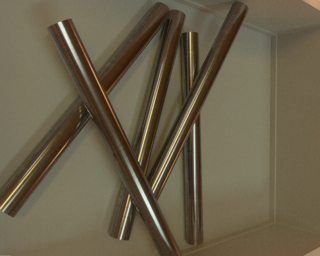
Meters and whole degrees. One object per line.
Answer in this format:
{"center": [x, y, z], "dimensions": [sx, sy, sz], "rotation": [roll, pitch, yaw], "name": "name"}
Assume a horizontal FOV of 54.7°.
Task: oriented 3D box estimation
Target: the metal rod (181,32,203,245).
{"center": [0.046, 0.015, 0.445], "dimensions": [0.025, 0.025, 0.298], "rotation": [-3, 92, -40], "name": "metal rod"}

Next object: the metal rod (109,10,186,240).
{"center": [-0.013, -0.013, 0.395], "dimensions": [0.025, 0.025, 0.299], "rotation": [23, 75, -38], "name": "metal rod"}

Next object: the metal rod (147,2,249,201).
{"center": [0.050, -0.042, 0.417], "dimensions": [0.025, 0.025, 0.299], "rotation": [35, 76, -35], "name": "metal rod"}

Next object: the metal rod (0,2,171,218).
{"center": [-0.071, -0.040, 0.346], "dimensions": [0.025, 0.025, 0.300], "rotation": [48, 62, -30], "name": "metal rod"}

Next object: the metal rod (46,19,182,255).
{"center": [-0.040, 0.032, 0.339], "dimensions": [0.025, 0.025, 0.299], "rotation": [-36, 112, -34], "name": "metal rod"}
